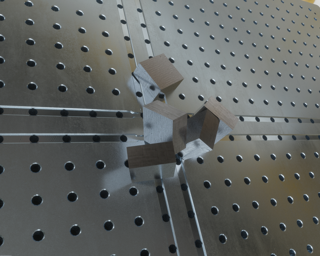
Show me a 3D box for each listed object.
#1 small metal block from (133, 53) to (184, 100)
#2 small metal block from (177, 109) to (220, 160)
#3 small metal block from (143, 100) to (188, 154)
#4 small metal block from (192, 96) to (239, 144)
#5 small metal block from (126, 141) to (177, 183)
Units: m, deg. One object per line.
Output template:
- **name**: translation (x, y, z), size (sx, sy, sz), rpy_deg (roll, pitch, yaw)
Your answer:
- **small metal block**: translation (-0.002, -0.076, 0.453), size (0.050, 0.025, 0.050), rpy_deg (-31, 79, -38)
- **small metal block**: translation (0.047, 0.009, 0.408), size (0.025, 0.050, 0.050), rpy_deg (40, 49, -22)
- **small metal block**: translation (0.006, -0.001, 0.382), size (0.050, 0.050, 0.025), rpy_deg (27, 40, 37)
- **small metal block**: translation (0.073, -0.009, 0.436), size (0.050, 0.050, 0.025), rpy_deg (40, 51, -1)
- **small metal block**: translation (-0.010, 0.040, 0.352), size (0.050, 0.050, 0.025), rpy_deg (-7, 64, -5)
